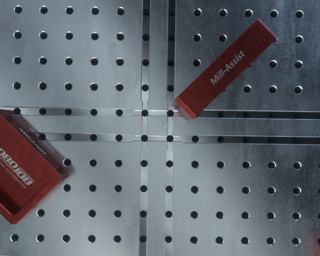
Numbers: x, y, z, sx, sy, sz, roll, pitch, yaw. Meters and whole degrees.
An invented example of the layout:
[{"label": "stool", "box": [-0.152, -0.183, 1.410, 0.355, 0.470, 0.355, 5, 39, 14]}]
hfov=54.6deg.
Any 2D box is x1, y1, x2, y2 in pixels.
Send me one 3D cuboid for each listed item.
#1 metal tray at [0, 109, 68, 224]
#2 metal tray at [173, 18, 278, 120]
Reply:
[{"label": "metal tray", "box": [-0.200, 0.049, 0.409, 0.090, 0.030, 0.130, -44, 90, 0]}, {"label": "metal tray", "box": [0.073, -0.066, 0.381, 0.130, 0.090, 0.030, -44, 90, 0]}]
